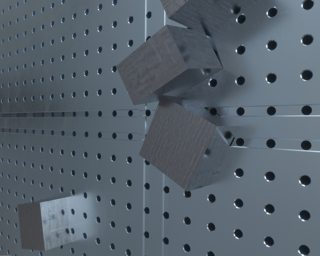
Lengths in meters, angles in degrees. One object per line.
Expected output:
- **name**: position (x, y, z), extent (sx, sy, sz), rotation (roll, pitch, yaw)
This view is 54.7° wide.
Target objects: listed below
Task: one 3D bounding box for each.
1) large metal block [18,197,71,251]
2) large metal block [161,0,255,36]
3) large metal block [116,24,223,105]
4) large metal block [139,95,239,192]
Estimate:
- **large metal block**: position (-0.212, 0.173, 0.564), extent (0.080, 0.050, 0.080), rotation (-15, 81, 38)
- **large metal block**: position (0.053, -0.151, 0.328), extent (0.080, 0.081, 0.050), rotation (-32, 70, 35)
- **large metal block**: position (0.012, -0.070, 0.357), extent (0.080, 0.081, 0.050), rotation (-30, 81, 36)
- **large metal block**: position (0.032, 0.015, 0.365), extent (0.080, 0.050, 0.079), rotation (33, 111, 34)
